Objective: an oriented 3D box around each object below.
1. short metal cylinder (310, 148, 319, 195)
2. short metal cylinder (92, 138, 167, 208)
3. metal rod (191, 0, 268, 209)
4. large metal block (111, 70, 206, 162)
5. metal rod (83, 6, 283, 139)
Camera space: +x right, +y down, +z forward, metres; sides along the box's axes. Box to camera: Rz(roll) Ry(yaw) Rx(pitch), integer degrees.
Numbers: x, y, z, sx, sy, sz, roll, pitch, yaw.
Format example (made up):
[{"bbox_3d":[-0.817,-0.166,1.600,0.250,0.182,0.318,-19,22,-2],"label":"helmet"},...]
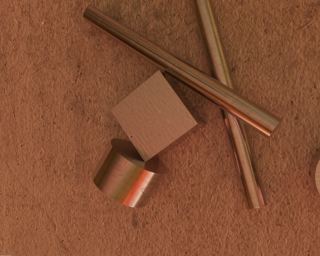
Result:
[{"bbox_3d":[0.204,0.049,0.324,0.080,0.050,0.080,0,90,20],"label":"short metal cylinder"},{"bbox_3d":[-0.038,0.055,0.393,0.080,0.080,0.050,33,101,17],"label":"short metal cylinder"},{"bbox_3d":[0.079,-0.052,0.381,0.025,0.025,0.298,-16,85,19],"label":"metal rod"},{"bbox_3d":[-0.001,-0.014,0.396,0.080,0.050,0.080,-38,78,16],"label":"large metal block"},{"bbox_3d":[0.011,-0.081,0.387,0.300,0.025,0.025,36,102,23],"label":"metal rod"}]
